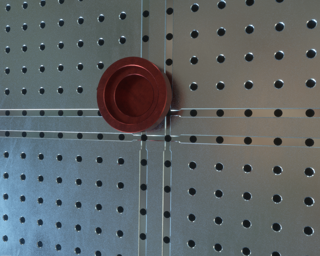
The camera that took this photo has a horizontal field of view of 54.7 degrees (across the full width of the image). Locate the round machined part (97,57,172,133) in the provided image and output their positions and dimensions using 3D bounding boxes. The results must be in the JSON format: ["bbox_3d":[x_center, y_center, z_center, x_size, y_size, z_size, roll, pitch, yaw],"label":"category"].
[{"bbox_3d":[-0.031,-0.042,0.413,0.098,0.042,0.097,0,90,19],"label":"round machined part"}]
